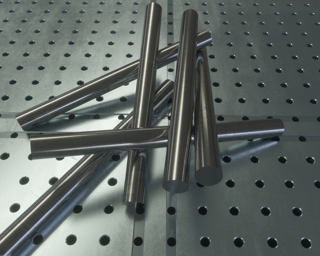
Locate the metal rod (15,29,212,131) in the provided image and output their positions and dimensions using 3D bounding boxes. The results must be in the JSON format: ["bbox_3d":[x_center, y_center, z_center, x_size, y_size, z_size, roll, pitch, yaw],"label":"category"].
[{"bbox_3d":[-0.056,-0.074,0.448,0.302,0.025,0.025,-27,55,-14],"label":"metal rod"}]

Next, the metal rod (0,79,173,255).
[{"bbox_3d":[-0.072,0.032,0.380,0.025,0.025,0.301,29,56,22],"label":"metal rod"}]

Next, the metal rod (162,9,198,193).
[{"bbox_3d":[0.031,-0.059,0.385,0.025,0.025,0.300,5,50,4],"label":"metal rod"}]

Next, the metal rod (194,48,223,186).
[{"bbox_3d":[0.054,-0.044,0.399,0.025,0.025,0.300,3,36,3],"label":"metal rod"}]

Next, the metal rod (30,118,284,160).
[{"bbox_3d":[0.014,0.009,0.359,0.302,0.025,0.025,-4,49,-20],"label":"metal rod"}]

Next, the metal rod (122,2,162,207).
[{"bbox_3d":[-0.019,-0.049,0.407,0.025,0.025,0.299,3,63,2],"label":"metal rod"}]
